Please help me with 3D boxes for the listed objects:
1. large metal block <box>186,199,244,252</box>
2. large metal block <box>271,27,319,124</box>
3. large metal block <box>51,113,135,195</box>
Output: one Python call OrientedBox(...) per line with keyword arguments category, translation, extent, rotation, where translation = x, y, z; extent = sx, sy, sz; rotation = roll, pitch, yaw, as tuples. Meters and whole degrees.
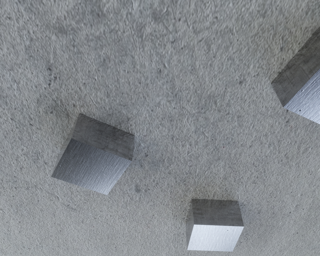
OrientedBox(category="large metal block", translation=(0.091, 0.169, 0.535), extent=(0.081, 0.050, 0.079), rotation=(3, 130, -3))
OrientedBox(category="large metal block", translation=(0.189, -0.052, 0.348), extent=(0.080, 0.050, 0.080), rotation=(21, 127, -17))
OrientedBox(category="large metal block", translation=(-0.090, 0.037, 0.422), extent=(0.080, 0.050, 0.080), rotation=(23, 126, -19))
